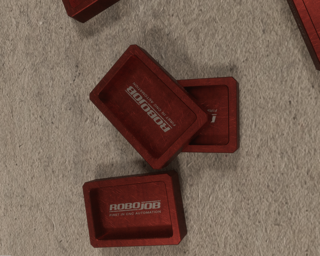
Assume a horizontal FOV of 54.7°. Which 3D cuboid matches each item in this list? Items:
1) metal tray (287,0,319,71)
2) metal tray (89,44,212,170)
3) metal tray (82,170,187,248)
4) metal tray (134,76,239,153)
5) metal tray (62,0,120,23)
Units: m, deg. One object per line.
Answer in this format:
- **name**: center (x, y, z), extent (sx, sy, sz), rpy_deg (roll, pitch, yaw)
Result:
- **metal tray**: center (0.196, -0.139, 0.337), extent (0.090, 0.030, 0.129), rpy_deg (-22, 83, 18)
- **metal tray**: center (-0.013, -0.026, 0.377), extent (0.130, 0.030, 0.090), rpy_deg (46, 104, 13)
- **metal tray**: center (-0.036, 0.109, 0.417), extent (0.130, 0.030, 0.089), rpy_deg (-10, 87, 19)
- **metal tray**: center (0.033, -0.015, 0.394), extent (0.130, 0.030, 0.089), rpy_deg (-1, 90, 19)
- **metal tray**: center (-0.108, -0.230, 0.443), extent (0.090, 0.030, 0.129), rpy_deg (-25, 82, 18)
